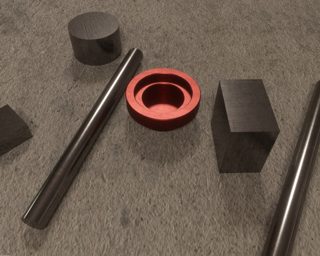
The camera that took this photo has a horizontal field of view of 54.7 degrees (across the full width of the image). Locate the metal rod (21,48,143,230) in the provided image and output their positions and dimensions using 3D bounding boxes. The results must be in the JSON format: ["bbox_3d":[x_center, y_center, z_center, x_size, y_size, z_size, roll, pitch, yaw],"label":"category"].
[{"bbox_3d":[-0.085,-0.010,0.410,0.025,0.025,0.300,14,51,11],"label":"metal rod"}]

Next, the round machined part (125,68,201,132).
[{"bbox_3d":[0.004,-0.034,0.421,0.099,0.042,0.098,0,50,0],"label":"round machined part"}]

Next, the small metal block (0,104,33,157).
[{"bbox_3d":[-0.203,0.003,0.398,0.050,0.025,0.050,-37,60,-27],"label":"small metal block"}]

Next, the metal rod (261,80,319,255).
[{"bbox_3d":[0.173,0.039,0.372,0.025,0.025,0.301,23,53,17],"label":"metal rod"}]

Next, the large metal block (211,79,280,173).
[{"bbox_3d":[0.096,-0.001,0.370,0.050,0.080,0.080,-1,50,-1],"label":"large metal block"}]

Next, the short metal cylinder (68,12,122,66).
[{"bbox_3d":[-0.106,-0.148,0.510,0.081,0.050,0.080,0,50,0],"label":"short metal cylinder"}]
